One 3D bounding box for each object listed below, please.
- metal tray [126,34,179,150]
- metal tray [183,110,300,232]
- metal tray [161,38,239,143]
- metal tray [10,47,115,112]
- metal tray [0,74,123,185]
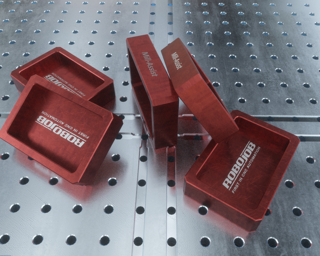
[{"bbox_3d":[-0.012,-0.049,0.406,0.030,0.090,0.130,-14,51,-10],"label":"metal tray"},{"bbox_3d":[0.098,0.043,0.368,0.090,0.030,0.131,27,55,21],"label":"metal tray"},{"bbox_3d":[0.046,-0.051,0.385,0.030,0.090,0.130,-34,31,14],"label":"metal tray"},{"bbox_3d":[-0.142,-0.064,0.457,0.130,0.030,0.090,33,57,25],"label":"metal tray"},{"bbox_3d":[-0.121,0.000,0.376,0.130,0.030,0.090,26,86,20],"label":"metal tray"}]
